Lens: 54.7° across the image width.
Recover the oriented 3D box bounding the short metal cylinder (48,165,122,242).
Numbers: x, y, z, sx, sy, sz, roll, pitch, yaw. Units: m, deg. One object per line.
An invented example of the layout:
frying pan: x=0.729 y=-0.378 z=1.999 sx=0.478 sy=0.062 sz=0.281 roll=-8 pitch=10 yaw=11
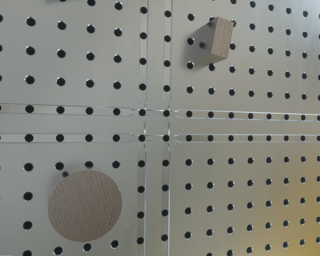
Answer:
short metal cylinder: x=-0.090 y=0.086 z=0.367 sx=0.081 sy=0.050 sz=0.079 roll=0 pitch=90 yaw=-21

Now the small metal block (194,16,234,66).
small metal block: x=0.073 y=-0.118 z=0.428 sx=0.025 sy=0.050 sz=0.050 roll=12 pitch=86 yaw=-20
